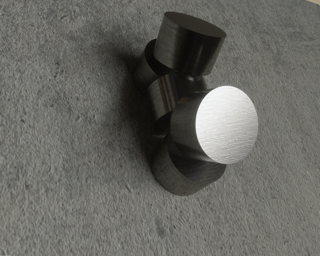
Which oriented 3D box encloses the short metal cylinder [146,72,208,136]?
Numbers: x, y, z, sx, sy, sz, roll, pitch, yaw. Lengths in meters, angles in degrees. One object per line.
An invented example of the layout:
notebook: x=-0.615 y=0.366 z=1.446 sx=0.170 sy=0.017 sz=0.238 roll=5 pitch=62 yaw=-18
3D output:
short metal cylinder: x=0.026 y=-0.030 z=0.403 sx=0.081 sy=0.080 sz=0.050 roll=1 pitch=61 yaw=-28

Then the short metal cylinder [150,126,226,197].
short metal cylinder: x=0.034 y=0.039 z=0.384 sx=0.081 sy=0.050 sz=0.080 roll=14 pitch=56 yaw=-21

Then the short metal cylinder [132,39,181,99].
short metal cylinder: x=0.006 y=-0.080 z=0.442 sx=0.081 sy=0.050 sz=0.080 roll=14 pitch=56 yaw=-21

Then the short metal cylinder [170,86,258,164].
short metal cylinder: x=0.059 y=-0.003 z=0.338 sx=0.081 sy=0.050 sz=0.080 roll=0 pitch=90 yaw=-27

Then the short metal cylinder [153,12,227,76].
short metal cylinder: x=0.036 y=-0.107 z=0.391 sx=0.081 sy=0.050 sz=0.080 roll=15 pitch=32 yaw=-9
